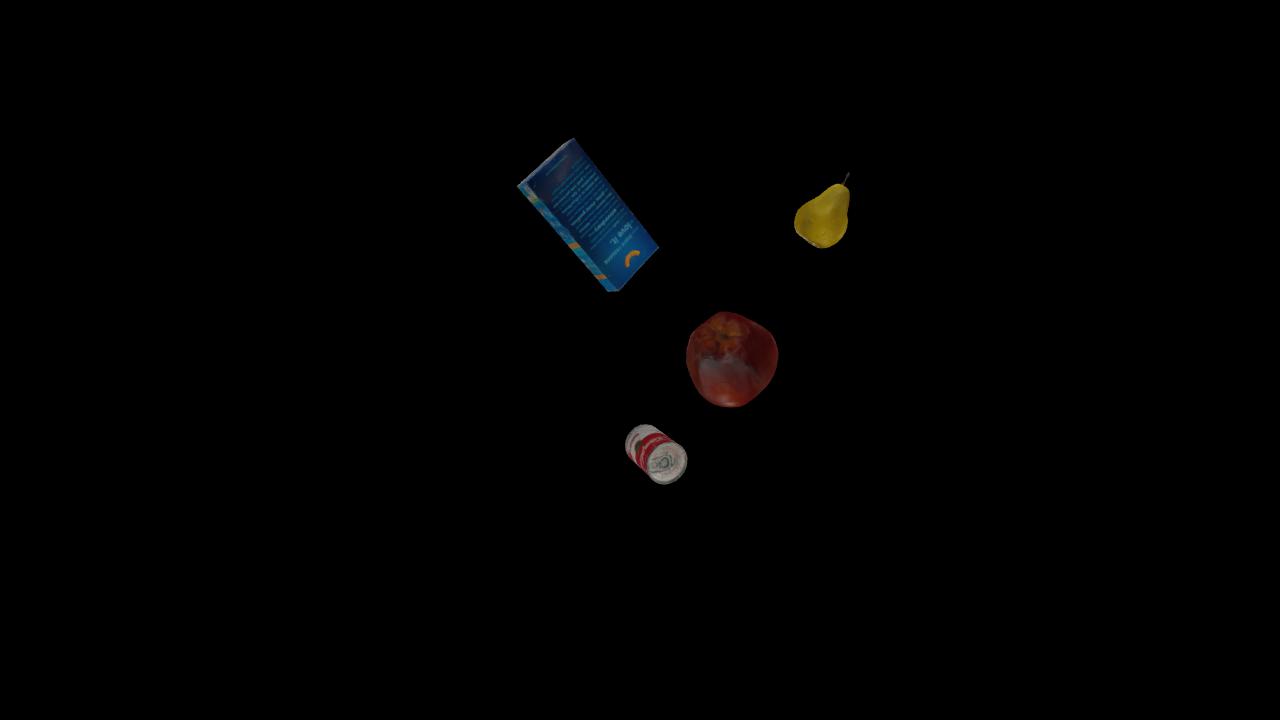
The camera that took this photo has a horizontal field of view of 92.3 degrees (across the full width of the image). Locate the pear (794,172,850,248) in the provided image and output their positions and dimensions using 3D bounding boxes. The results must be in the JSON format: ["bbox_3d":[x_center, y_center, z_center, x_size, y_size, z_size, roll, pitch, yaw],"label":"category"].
[{"bbox_3d":[0.285,-0.226,0.926,0.080,0.111,0.080,33,13,-9],"label":"pear"}]

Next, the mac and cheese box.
[{"bbox_3d":[-0.064,-0.187,0.812,0.184,0.093,0.041,49,-21,-25],"label":"mac and cheese box"}]

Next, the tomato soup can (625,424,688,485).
[{"bbox_3d":[0.023,0.145,0.968,0.068,0.068,0.101,0,11,-22],"label":"tomato soup can"}]

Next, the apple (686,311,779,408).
[{"bbox_3d":[0.079,-0.001,0.526,0.079,0.079,0.093,0,-30,18],"label":"apple"}]
